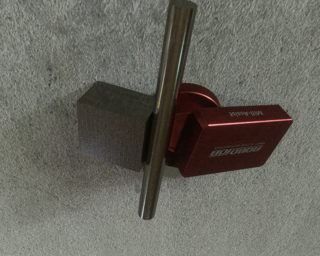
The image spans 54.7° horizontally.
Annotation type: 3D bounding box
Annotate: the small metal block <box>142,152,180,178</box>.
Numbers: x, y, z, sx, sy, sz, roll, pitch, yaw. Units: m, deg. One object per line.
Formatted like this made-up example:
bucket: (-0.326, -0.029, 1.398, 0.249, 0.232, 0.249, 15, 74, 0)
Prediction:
small metal block: (0.006, 0.049, 0.437, 0.050, 0.025, 0.050, 12, 155, -10)

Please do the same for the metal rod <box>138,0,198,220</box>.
metal rod: (0.000, 0.008, 0.360, 0.025, 0.025, 0.298, 6, 128, -5)

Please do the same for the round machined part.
round machined part: (0.031, -0.005, 0.393, 0.099, 0.042, 0.097, 0, 130, 0)

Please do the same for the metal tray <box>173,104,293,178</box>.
metal tray: (0.091, 0.016, 0.391, 0.131, 0.030, 0.089, -4, 134, -24)

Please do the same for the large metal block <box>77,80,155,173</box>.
large metal block: (-0.050, -0.002, 0.376, 0.080, 0.050, 0.079, 17, 130, 9)
